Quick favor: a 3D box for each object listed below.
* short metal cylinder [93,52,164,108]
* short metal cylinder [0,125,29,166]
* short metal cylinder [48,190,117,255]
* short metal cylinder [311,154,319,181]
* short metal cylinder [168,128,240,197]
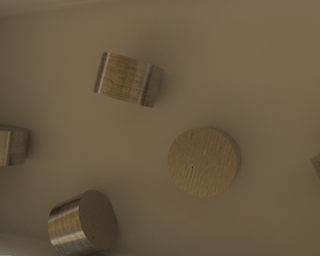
[{"bbox_3d":[-0.040,-0.060,0.395,0.080,0.080,0.050,17,96,19],"label":"short metal cylinder"},{"bbox_3d":[-0.244,0.023,0.467,0.080,0.080,0.050,10,94,19],"label":"short metal cylinder"},{"bbox_3d":[-0.102,0.130,0.417,0.050,0.080,0.080,-25,82,18],"label":"short metal cylinder"},{"bbox_3d":[0.202,0.042,0.310,0.080,0.080,0.050,-24,82,18],"label":"short metal cylinder"},{"bbox_3d":[0.055,0.039,0.378,0.080,0.050,0.080,0,90,20],"label":"short metal cylinder"}]
